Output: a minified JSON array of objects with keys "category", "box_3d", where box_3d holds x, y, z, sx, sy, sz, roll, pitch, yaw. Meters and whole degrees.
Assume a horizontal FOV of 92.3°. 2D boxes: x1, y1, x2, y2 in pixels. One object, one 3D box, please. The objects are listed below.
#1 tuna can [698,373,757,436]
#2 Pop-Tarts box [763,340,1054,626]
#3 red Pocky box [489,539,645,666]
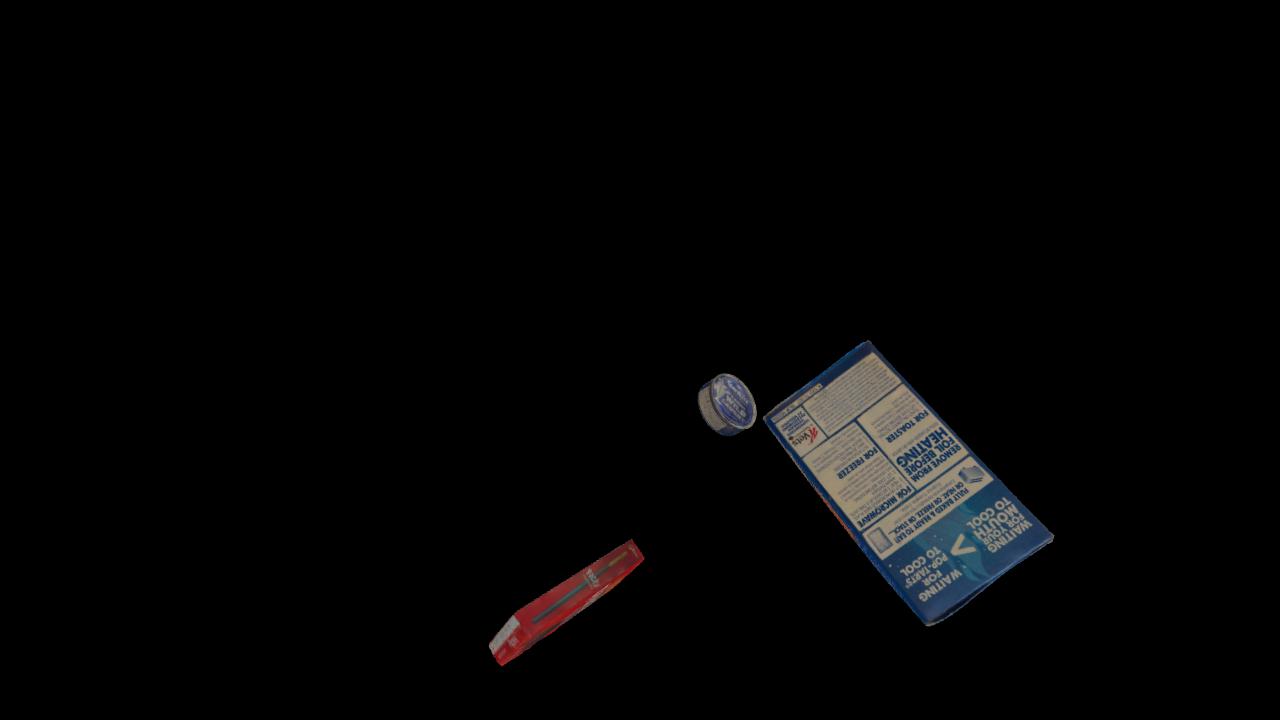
[{"category":"tuna can","box_3d":[0.121,0.063,0.857,0.084,0.084,0.034,0,-26,-41]},{"category":"Pop-Tarts box","box_3d":[0.166,0.084,0.412,0.083,0.141,0.167,-39,-24,6]},{"category":"red Pocky box","box_3d":[-0.069,0.238,0.612,0.155,0.028,0.083,-19,-28,-44]}]
